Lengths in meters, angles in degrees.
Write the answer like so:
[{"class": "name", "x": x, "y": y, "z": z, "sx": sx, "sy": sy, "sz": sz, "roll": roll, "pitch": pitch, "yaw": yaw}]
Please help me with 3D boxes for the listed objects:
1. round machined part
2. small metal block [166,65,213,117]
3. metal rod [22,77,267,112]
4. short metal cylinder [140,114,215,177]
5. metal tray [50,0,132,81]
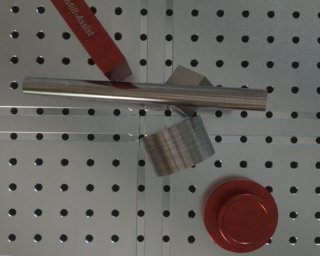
[{"class": "round machined part", "x": 0.107, "y": 0.116, "z": 0.406, "sx": 0.099, "sy": 0.042, "sz": 0.097, "roll": 0, "pitch": 90, "yaw": -1}, {"class": "small metal block", "x": 0.032, "y": -0.048, "z": 0.400, "sx": 0.050, "sy": 0.025, "sz": 0.050, "roll": -54, "pitch": 46, "yaw": -1}, {"class": "metal rod", "x": -0.029, "y": -0.043, "z": 0.376, "sx": 0.301, "sy": 0.025, "sz": 0.025, "roll": 5, "pitch": 90, "yaw": 14}, {"class": "short metal cylinder", "x": 0.022, "y": 0.021, "z": 0.386, "sx": 0.080, "sy": 0.080, "sz": 0.050, "roll": -22, "pitch": 91, "yaw": 0}, {"class": "metal tray", "x": -0.087, "y": -0.120, "z": 0.379, "sx": 0.030, "sy": 0.090, "sz": 0.130, "roll": -36, "pitch": 90, "yaw": 0}]
